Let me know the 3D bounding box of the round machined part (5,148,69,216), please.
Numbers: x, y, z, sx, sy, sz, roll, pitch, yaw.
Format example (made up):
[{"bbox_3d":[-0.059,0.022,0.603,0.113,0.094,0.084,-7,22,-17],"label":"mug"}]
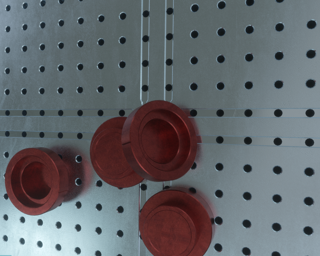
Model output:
[{"bbox_3d":[-0.178,0.077,0.465,0.098,0.042,0.097,0,90,19],"label":"round machined part"}]

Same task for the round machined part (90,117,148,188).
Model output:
[{"bbox_3d":[-0.054,0.033,0.421,0.098,0.042,0.097,0,90,19],"label":"round machined part"}]

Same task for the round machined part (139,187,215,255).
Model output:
[{"bbox_3d":[0.018,0.128,0.397,0.098,0.042,0.097,0,90,19],"label":"round machined part"}]

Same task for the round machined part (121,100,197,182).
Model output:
[{"bbox_3d":[-0.005,0.018,0.384,0.042,0.099,0.097,-21,82,53],"label":"round machined part"}]
